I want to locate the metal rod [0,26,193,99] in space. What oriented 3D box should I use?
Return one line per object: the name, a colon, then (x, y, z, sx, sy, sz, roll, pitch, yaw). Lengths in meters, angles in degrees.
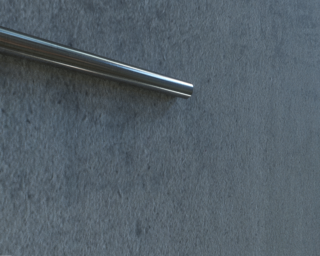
metal rod: (-0.077, -0.070, 0.341, 0.302, 0.025, 0.025, 8, 85, -40)
